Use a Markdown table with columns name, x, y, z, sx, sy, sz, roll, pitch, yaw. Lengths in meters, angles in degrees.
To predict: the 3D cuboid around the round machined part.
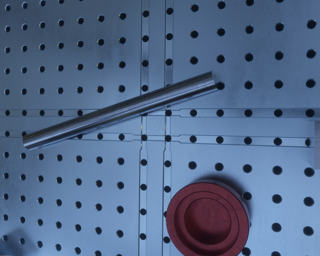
| name | x | y | z | sx | sy | sz | roll | pitch | yaw |
| --- | --- | --- | --- | --- | --- | --- | --- | --- | --- |
| round machined part | 0.060 | 0.112 | 0.382 | 0.098 | 0.042 | 0.097 | 0 | 90 | 19 |

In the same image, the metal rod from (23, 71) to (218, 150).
| name | x | y | z | sx | sy | sz | roll | pitch | yaw |
| --- | --- | --- | --- | --- | --- | --- | --- | --- | --- |
| metal rod | -0.068 | -0.019 | 0.435 | 0.301 | 0.025 | 0.025 | -17 | 85 | 18 |

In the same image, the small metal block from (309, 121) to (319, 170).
| name | x | y | z | sx | sy | sz | roll | pitch | yaw |
| --- | --- | --- | --- | --- | --- | --- | --- | --- | --- |
| small metal block | 0.179 | 0.018 | 0.337 | 0.025 | 0.050 | 0.050 | 1 | 90 | 20 |
